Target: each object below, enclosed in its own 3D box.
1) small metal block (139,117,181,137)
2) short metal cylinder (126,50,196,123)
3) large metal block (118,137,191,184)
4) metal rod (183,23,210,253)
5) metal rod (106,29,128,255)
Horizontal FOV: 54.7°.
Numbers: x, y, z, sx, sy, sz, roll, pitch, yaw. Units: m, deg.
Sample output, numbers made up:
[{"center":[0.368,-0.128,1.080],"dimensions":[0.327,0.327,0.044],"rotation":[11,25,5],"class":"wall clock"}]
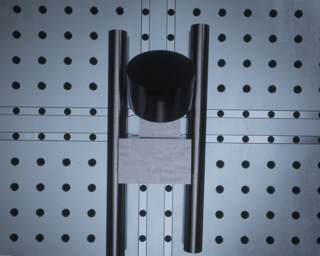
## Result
[{"center":[0.000,-0.001,0.401],"dimensions":[0.050,0.050,0.025],"rotation":[1,90,-1],"class":"small metal block"},{"center":[0.001,-0.052,0.379],"dimensions":[0.081,0.050,0.080],"rotation":[1,46,-1],"class":"short metal cylinder"},{"center":[-0.006,0.037,0.383],"dimensions":[0.081,0.080,0.050],"rotation":[1,90,0],"class":"large metal block"},{"center":[0.049,0.014,0.413],"dimensions":[0.025,0.025,0.298],"rotation":[2,90,0],"class":"metal rod"},{"center":[-0.058,0.022,0.413],"dimensions":[0.025,0.025,0.298],"rotation":[1,90,0],"class":"metal rod"}]
